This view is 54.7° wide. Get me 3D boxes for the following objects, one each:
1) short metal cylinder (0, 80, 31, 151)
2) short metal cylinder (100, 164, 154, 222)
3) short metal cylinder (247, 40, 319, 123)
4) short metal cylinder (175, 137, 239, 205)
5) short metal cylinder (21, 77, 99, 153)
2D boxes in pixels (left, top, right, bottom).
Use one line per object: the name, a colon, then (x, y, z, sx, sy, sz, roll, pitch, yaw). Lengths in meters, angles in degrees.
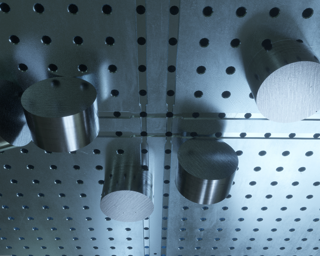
short metal cylinder: (-0.194, -0.012, 0.364, 0.050, 0.080, 0.080, -14, 129, 12)
short metal cylinder: (-0.049, 0.102, 0.482, 0.081, 0.050, 0.079, 0, 130, 0)
short metal cylinder: (0.145, -0.052, 0.352, 0.081, 0.050, 0.079, 0, 130, 0)
short metal cylinder: (0.062, 0.057, 0.424, 0.081, 0.080, 0.050, 2, 130, -2)
short metal cylinder: (-0.113, -0.017, 0.360, 0.081, 0.080, 0.050, 3, 130, -3)
